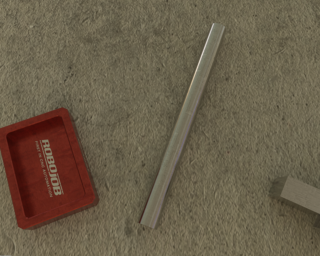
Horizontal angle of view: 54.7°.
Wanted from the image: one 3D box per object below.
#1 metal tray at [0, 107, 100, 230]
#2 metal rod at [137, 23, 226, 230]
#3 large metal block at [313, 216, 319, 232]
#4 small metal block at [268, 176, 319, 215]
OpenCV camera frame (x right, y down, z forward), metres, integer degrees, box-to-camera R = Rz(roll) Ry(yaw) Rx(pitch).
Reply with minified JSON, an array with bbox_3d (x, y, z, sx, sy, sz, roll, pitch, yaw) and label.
[{"bbox_3d":[-0.139,0.048,0.386,0.091,0.030,0.130,-20,71,-8],"label":"metal tray"},{"bbox_3d":[0.036,-0.016,0.414,0.025,0.025,0.300,19,71,6],"label":"metal rod"},{"bbox_3d":[0.233,0.102,0.345,0.080,0.050,0.080,40,73,-14],"label":"large metal block"},{"bbox_3d":[0.163,0.080,0.366,0.050,0.050,0.025,24,80,8],"label":"small metal block"}]
